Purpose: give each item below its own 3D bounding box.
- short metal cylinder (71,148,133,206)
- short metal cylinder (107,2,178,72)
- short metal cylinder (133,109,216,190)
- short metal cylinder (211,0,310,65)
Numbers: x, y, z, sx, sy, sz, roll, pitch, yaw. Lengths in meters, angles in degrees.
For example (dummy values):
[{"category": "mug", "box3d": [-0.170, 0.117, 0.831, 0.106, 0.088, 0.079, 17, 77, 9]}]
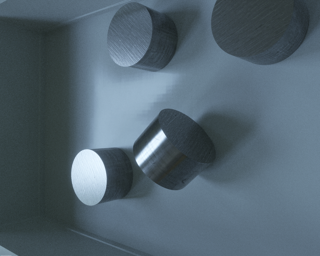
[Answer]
[{"category": "short metal cylinder", "box3d": [-0.086, 0.070, 0.459, 0.080, 0.050, 0.079, 0, 90, 39]}, {"category": "short metal cylinder", "box3d": [-0.024, -0.117, 0.408, 0.080, 0.050, 0.079, 0, 90, 39]}, {"category": "short metal cylinder", "box3d": [0.017, 0.024, 0.356, 0.050, 0.081, 0.080, -49, 61, 29]}, {"category": "short metal cylinder", "box3d": [0.099, -0.106, 0.308, 0.080, 0.050, 0.079, 0, 90, 39]}]
